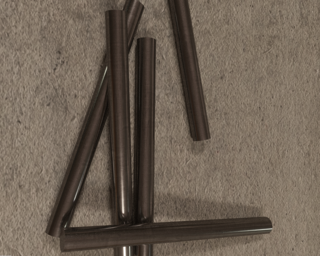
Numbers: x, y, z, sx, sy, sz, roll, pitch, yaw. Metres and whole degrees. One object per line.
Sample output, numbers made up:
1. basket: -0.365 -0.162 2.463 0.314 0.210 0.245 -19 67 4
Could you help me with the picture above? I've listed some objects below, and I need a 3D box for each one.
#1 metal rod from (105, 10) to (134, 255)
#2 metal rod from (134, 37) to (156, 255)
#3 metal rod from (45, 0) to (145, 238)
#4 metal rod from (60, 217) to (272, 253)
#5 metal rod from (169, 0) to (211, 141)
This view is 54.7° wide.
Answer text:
1. metal rod: -0.048 0.015 0.374 0.025 0.025 0.298 -4 98 -20
2. metal rod: -0.020 0.035 0.402 0.025 0.025 0.298 1 90 -20
3. metal rod: -0.077 -0.017 0.381 0.025 0.025 0.299 20 83 -19
4. metal rod: 0.029 0.133 0.399 0.302 0.025 0.025 6 88 -28
5. metal rod: 0.033 -0.131 0.421 0.025 0.025 0.298 -11 94 -20
